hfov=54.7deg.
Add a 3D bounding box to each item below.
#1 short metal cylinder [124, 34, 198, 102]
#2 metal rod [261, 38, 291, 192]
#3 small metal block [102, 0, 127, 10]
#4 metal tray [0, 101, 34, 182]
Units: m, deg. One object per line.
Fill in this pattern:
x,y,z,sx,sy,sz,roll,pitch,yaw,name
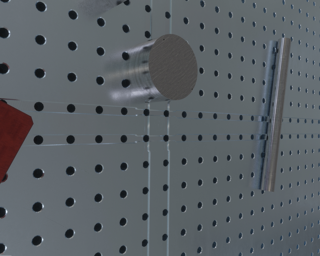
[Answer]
0.002,-0.074,0.395,0.081,0.050,0.079,0,90,-40,short metal cylinder
0.224,-0.029,0.597,0.025,0.025,0.299,16,80,-39,metal rod
-0.039,-0.169,0.360,0.025,0.050,0.050,51,60,-28,small metal block
-0.186,0.001,0.250,0.130,0.030,0.090,34,69,-35,metal tray
